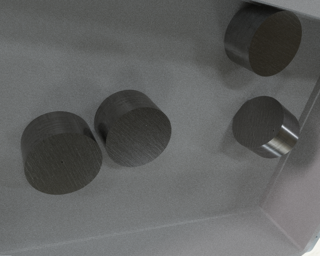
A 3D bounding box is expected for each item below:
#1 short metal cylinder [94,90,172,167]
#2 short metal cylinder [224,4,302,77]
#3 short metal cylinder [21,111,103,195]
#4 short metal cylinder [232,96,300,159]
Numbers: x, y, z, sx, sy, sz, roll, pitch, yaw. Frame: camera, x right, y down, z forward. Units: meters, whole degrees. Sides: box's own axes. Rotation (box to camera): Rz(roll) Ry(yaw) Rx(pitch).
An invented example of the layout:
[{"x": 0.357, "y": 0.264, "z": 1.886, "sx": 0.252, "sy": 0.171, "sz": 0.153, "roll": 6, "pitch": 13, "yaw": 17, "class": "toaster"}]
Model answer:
[{"x": -0.033, "y": 0.000, "z": 0.374, "sx": 0.081, "sy": 0.050, "sz": 0.079, "roll": -14, "pitch": 124, "yaw": -21, "class": "short metal cylinder"}, {"x": 0.130, "y": -0.112, "z": 0.394, "sx": 0.081, "sy": 0.050, "sz": 0.079, "roll": -14, "pitch": 124, "yaw": -21, "class": "short metal cylinder"}, {"x": -0.111, "y": 0.028, "z": 0.349, "sx": 0.081, "sy": 0.050, "sz": 0.079, "roll": -14, "pitch": 124, "yaw": -21, "class": "short metal cylinder"}, {"x": 0.156, "y": -0.001, "z": 0.457, "sx": 0.050, "sy": 0.080, "sz": 0.080, "roll": 28, "pitch": 103, "yaw": -38, "class": "short metal cylinder"}]
